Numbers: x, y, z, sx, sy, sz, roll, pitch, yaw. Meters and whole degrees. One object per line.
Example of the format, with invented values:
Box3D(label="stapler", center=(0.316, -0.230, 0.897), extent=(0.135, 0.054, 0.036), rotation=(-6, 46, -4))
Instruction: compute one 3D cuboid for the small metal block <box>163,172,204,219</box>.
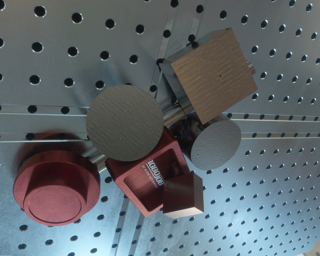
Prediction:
Box3D(label="small metal block", center=(0.032, 0.095, 0.434), extent=(0.050, 0.050, 0.025), rotation=(-21, 139, 30))

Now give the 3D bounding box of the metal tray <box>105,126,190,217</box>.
Box3D(label="metal tray", center=(-0.007, 0.065, 0.425), extent=(0.090, 0.030, 0.130), rotation=(-33, 142, -7))

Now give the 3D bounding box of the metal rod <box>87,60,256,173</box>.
Box3D(label="metal rod", center=(-0.003, -0.003, 0.410), extent=(0.301, 0.025, 0.025), rotation=(-32, 129, -7))

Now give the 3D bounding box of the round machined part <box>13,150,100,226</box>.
Box3D(label="round machined part", center=(-0.121, 0.077, 0.365), extent=(0.099, 0.042, 0.097), rotation=(-5, 124, -7))

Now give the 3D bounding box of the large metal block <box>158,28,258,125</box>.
Box3D(label="large metal block", center=(0.057, -0.062, 0.372), extent=(0.080, 0.050, 0.080), rotation=(-32, 109, -7))

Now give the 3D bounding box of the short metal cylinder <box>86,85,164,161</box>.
Box3D(label="short metal cylinder", center=(-0.037, -0.003, 0.346), extent=(0.081, 0.050, 0.080), rotation=(0, 82, -3))

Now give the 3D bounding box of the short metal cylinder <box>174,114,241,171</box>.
Box3D(label="short metal cylinder", center=(0.066, 0.013, 0.438), extent=(0.081, 0.050, 0.079), rotation=(-14, 124, -21))
